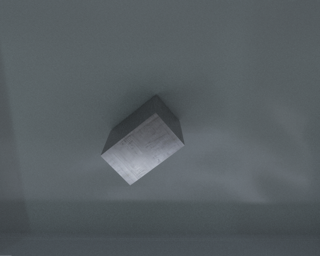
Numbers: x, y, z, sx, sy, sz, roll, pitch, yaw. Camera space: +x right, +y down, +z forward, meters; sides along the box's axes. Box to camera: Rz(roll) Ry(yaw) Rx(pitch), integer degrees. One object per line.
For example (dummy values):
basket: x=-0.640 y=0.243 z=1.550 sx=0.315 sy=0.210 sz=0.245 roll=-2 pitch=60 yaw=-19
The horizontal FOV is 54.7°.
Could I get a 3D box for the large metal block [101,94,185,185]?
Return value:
large metal block: x=-0.020 y=0.011 z=0.383 sx=0.080 sy=0.080 sz=0.050 roll=-38 pitch=106 yaw=12
